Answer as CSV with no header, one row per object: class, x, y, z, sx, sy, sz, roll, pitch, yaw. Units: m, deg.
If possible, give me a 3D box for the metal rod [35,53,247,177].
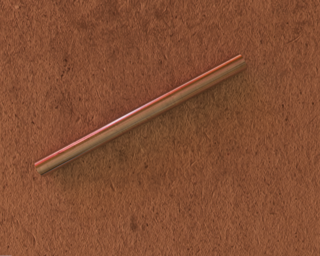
metal rod,-0.025,-0.017,0.409,0.301,0.025,0.025,-28,90,0
